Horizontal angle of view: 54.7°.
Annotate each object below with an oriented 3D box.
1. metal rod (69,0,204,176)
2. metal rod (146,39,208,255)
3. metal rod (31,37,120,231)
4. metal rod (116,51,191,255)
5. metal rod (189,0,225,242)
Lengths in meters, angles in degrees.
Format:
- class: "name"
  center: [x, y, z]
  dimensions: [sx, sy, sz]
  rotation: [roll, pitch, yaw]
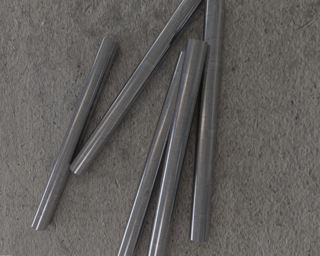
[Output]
- class: "metal rod"
  center: [-0.034, -0.057, 0.420]
  dimensions: [0.025, 0.025, 0.299]
  rotation: [39, 102, 15]
- class: "metal rod"
  center: [0.018, 0.042, 0.390]
  dimensions: [0.025, 0.025, 0.298]
  rotation: [13, 99, 19]
- class: "metal rod"
  center: [-0.126, 0.014, 0.453]
  dimensions: [0.025, 0.025, 0.298]
  rotation: [26, 98, 18]
- class: "metal rod"
  center: [-0.008, 0.048, 0.411]
  dimensions: [0.025, 0.025, 0.298]
  rotation: [19, 96, 19]
- class: "metal rod"
  center: [0.059, -0.009, 0.388]
  dimensions: [0.025, 0.025, 0.298]
  rotation: [4, 91, 20]
